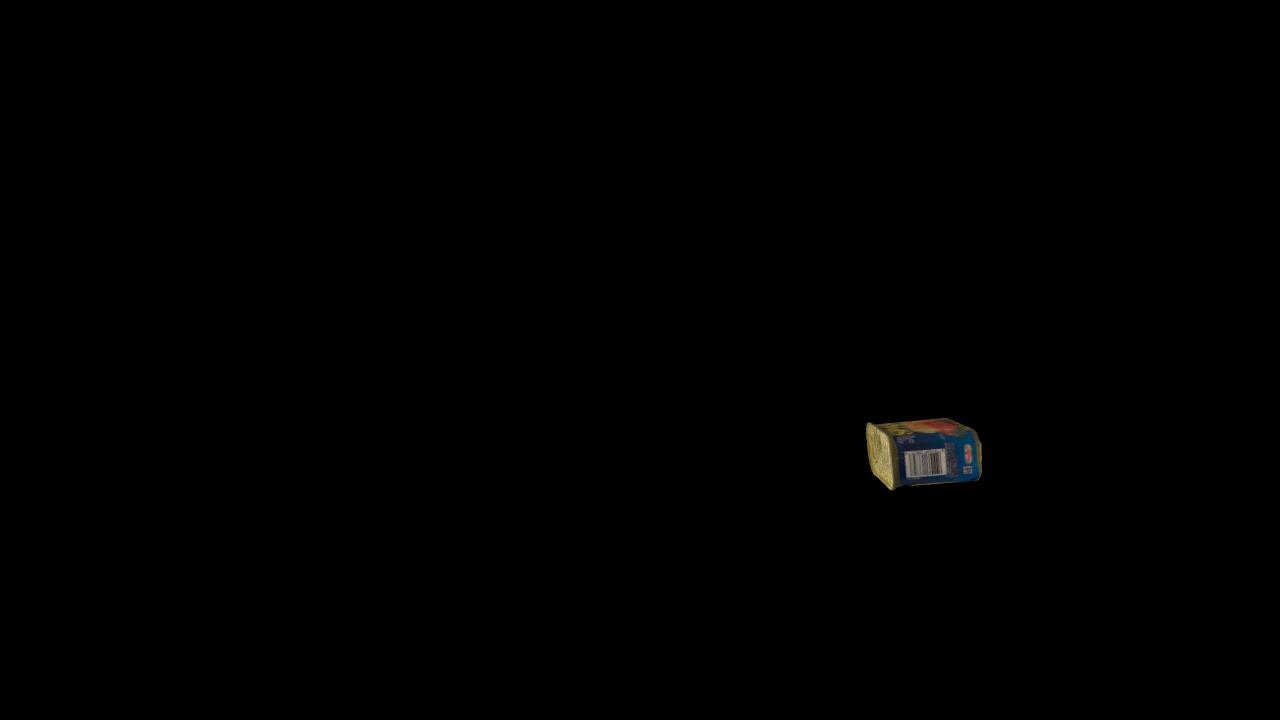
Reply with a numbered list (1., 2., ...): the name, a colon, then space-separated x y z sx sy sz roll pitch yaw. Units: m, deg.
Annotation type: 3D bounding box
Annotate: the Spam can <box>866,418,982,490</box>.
1. Spam can: 0.290 0.095 0.637 0.085 0.058 0.101 -6 3 8
